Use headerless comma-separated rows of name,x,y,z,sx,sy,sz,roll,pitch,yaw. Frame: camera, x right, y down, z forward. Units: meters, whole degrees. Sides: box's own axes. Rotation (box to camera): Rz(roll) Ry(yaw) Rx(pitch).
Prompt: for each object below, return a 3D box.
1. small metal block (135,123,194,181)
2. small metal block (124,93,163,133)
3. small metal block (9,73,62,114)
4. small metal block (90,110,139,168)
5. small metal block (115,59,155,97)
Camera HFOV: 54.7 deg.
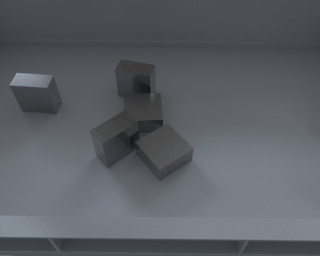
small metal block,0.005,0.029,0.381,0.050,0.025,0.050,-30,56,-23
small metal block,-0.023,-0.021,0.422,0.050,0.025,0.050,-3,50,-2
small metal block,-0.169,-0.047,0.427,0.050,0.050,0.025,4,50,3
small metal block,-0.053,0.014,0.377,0.050,0.050,0.025,-34,58,-25
small metal block,-0.034,-0.067,0.445,0.050,0.050,0.025,12,51,10
